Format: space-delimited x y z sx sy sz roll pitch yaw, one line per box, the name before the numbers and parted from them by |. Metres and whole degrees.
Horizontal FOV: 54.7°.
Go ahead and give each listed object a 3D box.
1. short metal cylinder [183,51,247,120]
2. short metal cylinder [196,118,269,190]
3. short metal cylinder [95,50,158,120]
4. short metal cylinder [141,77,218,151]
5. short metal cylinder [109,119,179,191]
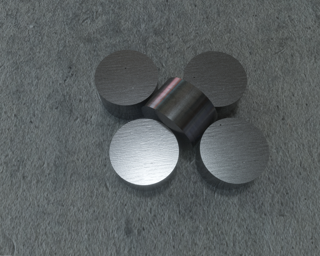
short metal cylinder | 0.070 -0.055 0.415 0.081 0.050 0.080 0 70 0
short metal cylinder | 0.087 0.033 0.384 0.081 0.050 0.080 0 70 0
short metal cylinder | -0.043 -0.057 0.415 0.081 0.050 0.080 0 70 0
short metal cylinder | 0.024 -0.017 0.387 0.080 0.080 0.050 38 74 12
short metal cylinder | -0.018 0.035 0.382 0.081 0.050 0.080 0 70 0
